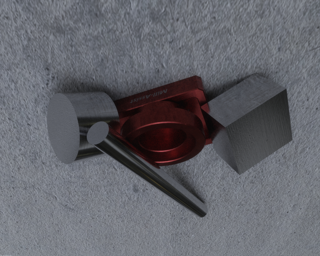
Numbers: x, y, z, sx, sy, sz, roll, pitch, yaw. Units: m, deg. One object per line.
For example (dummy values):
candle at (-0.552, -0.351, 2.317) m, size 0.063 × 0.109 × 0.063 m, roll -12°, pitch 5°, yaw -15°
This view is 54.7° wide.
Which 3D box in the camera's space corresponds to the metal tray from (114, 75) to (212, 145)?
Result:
metal tray at (0.002, -0.006, 0.400) m, size 0.130 × 0.030 × 0.090 m, roll -16°, pitch 129°, yaw 12°

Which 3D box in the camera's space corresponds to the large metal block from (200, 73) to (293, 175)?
large metal block at (0.104, -0.005, 0.368) m, size 0.080 × 0.050 × 0.080 m, roll -32°, pitch 128°, yaw -8°

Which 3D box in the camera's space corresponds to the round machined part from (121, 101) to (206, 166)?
round machined part at (0.002, 0.005, 0.370) m, size 0.099 × 0.042 × 0.098 m, roll -4°, pitch 146°, yaw -3°

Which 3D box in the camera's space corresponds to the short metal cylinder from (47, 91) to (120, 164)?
short metal cylinder at (-0.090, -0.002, 0.361) m, size 0.050 × 0.080 × 0.079 m, roll -10°, pitch 142°, yaw -42°

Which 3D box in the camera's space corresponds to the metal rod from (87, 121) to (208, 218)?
metal rod at (0.005, 0.073, 0.413) m, size 0.025 × 0.025 × 0.300 m, roll -21°, pitch 144°, yaw 17°
